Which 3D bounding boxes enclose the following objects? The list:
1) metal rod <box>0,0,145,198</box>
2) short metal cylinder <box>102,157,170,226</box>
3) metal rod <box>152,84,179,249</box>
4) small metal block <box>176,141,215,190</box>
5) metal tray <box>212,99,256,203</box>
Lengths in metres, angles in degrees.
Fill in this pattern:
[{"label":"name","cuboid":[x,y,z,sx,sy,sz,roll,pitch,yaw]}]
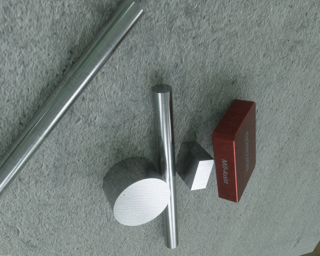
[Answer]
[{"label":"metal rod","cuboid":[-0.121,-0.011,0.333,0.025,0.025,0.299,34,99,-39]},{"label":"short metal cylinder","cuboid":[-0.033,0.087,0.426,0.081,0.050,0.079,-14,124,-21]},{"label":"metal rod","cuboid":[0.011,0.076,0.459,0.025,0.025,0.298,-17,125,-19]},{"label":"small metal block","cuboid":[0.049,0.054,0.451,0.025,0.050,0.050,-2,120,-28]},{"label":"metal tray","cuboid":[0.113,0.035,0.457,0.090,0.030,0.129,-50,140,-40]}]
